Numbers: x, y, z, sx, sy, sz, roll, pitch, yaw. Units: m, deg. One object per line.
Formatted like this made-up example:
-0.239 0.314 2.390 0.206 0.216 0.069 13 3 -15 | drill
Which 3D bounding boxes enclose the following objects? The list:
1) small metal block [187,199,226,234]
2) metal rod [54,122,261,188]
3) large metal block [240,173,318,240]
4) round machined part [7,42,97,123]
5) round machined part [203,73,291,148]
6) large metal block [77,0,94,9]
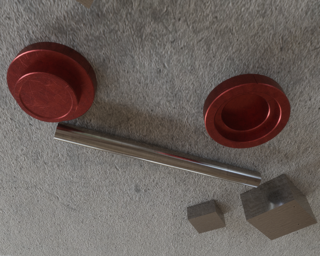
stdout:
0.081 0.155 0.540 0.050 0.025 0.050 -22 127 17 | small metal block
0.006 0.041 0.441 0.302 0.025 0.025 15 129 -13 | metal rod
0.191 0.130 0.504 0.080 0.050 0.080 -34 123 25 | large metal block
-0.125 -0.045 0.357 0.099 0.042 0.097 0 130 0 | round machined part
0.102 -0.024 0.376 0.099 0.042 0.097 0 130 0 | round machined part
-0.071 -0.162 0.252 0.080 0.050 0.080 29 124 -23 | large metal block
